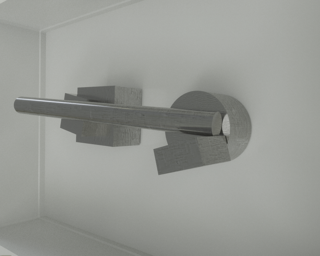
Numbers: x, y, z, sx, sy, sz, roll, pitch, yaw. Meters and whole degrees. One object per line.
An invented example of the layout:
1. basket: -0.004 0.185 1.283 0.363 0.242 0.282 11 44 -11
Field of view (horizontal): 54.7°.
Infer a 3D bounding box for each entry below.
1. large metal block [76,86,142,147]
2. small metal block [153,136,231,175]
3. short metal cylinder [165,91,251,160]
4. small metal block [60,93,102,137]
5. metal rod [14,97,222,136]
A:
1. large metal block: -0.075 -0.017 0.446 0.080 0.050 0.079 4 92 39
2. small metal block: 0.031 0.026 0.295 0.050 0.050 0.025 -18 79 38
3. short metal cylinder: 0.053 0.001 0.343 0.080 0.050 0.079 0 90 39
4. small metal block: -0.109 -0.019 0.427 0.050 0.025 0.050 17 100 38
5. metal rod: -0.073 -0.018 0.371 0.300 0.025 0.025 7 94 31
